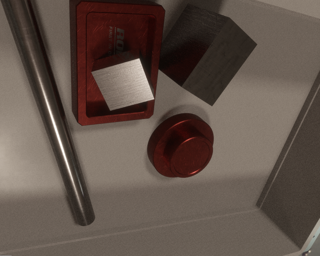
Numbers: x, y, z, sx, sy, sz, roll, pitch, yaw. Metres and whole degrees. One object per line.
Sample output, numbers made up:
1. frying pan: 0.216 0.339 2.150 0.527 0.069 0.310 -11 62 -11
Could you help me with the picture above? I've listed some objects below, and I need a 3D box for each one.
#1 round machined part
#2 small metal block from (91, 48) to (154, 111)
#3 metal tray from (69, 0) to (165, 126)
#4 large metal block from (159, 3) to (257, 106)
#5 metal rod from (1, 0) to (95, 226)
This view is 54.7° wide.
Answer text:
1. round machined part: 0.035 0.032 0.438 0.099 0.042 0.097 -14 125 -21
2. small metal block: -0.038 -0.051 0.329 0.050 0.025 0.050 -14 128 8
3. metal tray: -0.048 -0.070 0.336 0.091 0.030 0.129 -7 122 -25
4. large metal block: 0.045 -0.083 0.348 0.050 0.080 0.080 26 104 -38
5. metal rod: -0.115 0.003 0.348 0.025 0.025 0.298 -18 126 -18
